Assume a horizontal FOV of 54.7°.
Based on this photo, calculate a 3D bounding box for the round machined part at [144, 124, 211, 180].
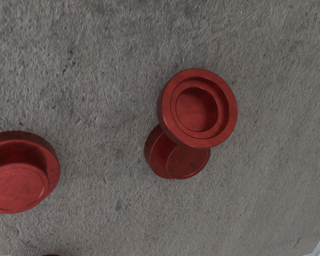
[{"bbox_3d":[0.031,0.033,0.433,0.099,0.042,0.097,-14,124,-21],"label":"round machined part"}]

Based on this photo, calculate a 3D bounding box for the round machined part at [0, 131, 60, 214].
[{"bbox_3d":[-0.161,0.055,0.342,0.099,0.042,0.097,-14,124,-21],"label":"round machined part"}]

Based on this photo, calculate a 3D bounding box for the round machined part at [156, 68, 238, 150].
[{"bbox_3d":[0.042,-0.021,0.385,0.099,0.042,0.098,3,79,-17],"label":"round machined part"}]
